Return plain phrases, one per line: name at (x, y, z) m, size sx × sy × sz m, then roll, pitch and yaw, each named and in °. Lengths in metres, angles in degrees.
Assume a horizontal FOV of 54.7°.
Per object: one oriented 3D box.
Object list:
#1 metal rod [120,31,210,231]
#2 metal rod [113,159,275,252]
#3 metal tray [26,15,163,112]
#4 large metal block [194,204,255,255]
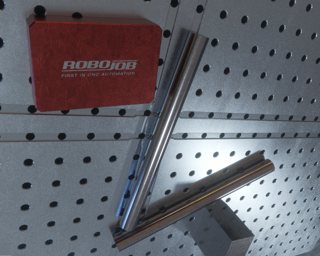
metal rod at (-0.001, 0.019, 0.422) m, size 0.025 × 0.025 × 0.298 m, roll 7°, pitch 115°, yaw -32°
metal rod at (0.065, 0.125, 0.524) m, size 0.302 × 0.025 × 0.025 m, roll -23°, pitch 127°, yaw -14°
metal tray at (-0.067, -0.068, 0.329) m, size 0.131 × 0.030 × 0.089 m, roll -7°, pitch 122°, yaw -25°
large metal block at (0.113, 0.199, 0.560) m, size 0.050 × 0.080 × 0.079 m, roll 0°, pitch 119°, yaw -29°
